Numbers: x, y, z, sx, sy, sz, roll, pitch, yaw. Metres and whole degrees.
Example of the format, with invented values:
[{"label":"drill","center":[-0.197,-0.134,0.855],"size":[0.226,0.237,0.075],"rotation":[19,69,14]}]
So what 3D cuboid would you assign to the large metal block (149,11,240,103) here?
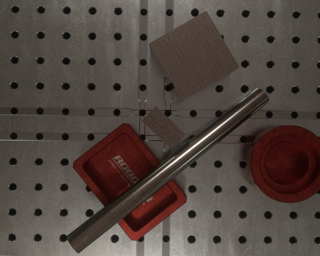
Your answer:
[{"label":"large metal block","center":[0.042,-0.089,0.401],"size":[0.080,0.050,0.080],"rotation":[-30,90,0]}]

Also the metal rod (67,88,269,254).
[{"label":"metal rod","center":[0.019,0.045,0.385],"size":[0.301,0.025,0.025],"rotation":[-37,90,-12]}]

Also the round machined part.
[{"label":"round machined part","center":[0.162,0.045,0.407],"size":[0.099,0.042,0.097],"rotation":[0,90,-1]}]

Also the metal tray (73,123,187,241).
[{"label":"metal tray","center":[-0.038,0.069,0.410],"size":[0.090,0.030,0.130],"rotation":[-38,91,-1]}]

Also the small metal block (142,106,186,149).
[{"label":"small metal block","center":[0.004,-0.001,0.401],"size":[0.050,0.050,0.025],"rotation":[44,90,-1]}]
